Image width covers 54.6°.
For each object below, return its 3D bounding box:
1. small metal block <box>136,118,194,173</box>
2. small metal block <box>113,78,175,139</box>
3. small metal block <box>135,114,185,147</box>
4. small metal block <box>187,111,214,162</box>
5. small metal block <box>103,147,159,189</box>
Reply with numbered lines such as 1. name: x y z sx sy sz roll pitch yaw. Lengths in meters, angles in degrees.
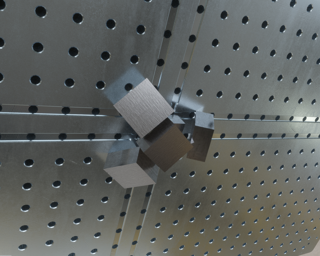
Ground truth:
1. small metal block: 0.007 0.021 0.394 0.050 0.025 0.050 -42 130 0
2. small metal block: -0.019 -0.023 0.370 0.050 0.025 0.050 -40 94 -1
3. small metal block: 0.000 0.009 0.416 0.050 0.025 0.050 1 120 -29
4. small metal block: 0.056 0.011 0.428 0.025 0.050 0.050 13 116 2
5. small metal block: -0.037 0.053 0.407 0.050 0.025 0.050 -14 135 26
